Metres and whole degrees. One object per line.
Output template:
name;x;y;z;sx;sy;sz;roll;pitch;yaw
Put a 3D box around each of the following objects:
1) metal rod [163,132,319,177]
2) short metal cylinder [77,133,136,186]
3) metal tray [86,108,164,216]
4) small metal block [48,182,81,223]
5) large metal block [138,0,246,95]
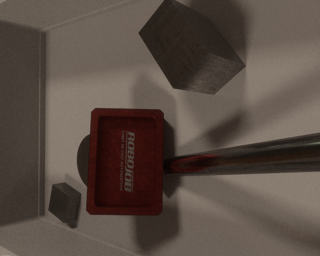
metal rod;0.075;0.026;0.261;0.299;0.025;0.025;159;105;-64
short metal cylinder;-0.076;0.047;0.451;0.080;0.050;0.079;0;90;39
metal tray;-0.042;0.042;0.391;0.091;0.030;0.129;1;82;-2
small metal block;-0.167;0.130;0.541;0.050;0.025;0.050;20;103;37
large metal block;0.036;-0.086;0.340;0.050;0.081;0.080;-44;64;31
